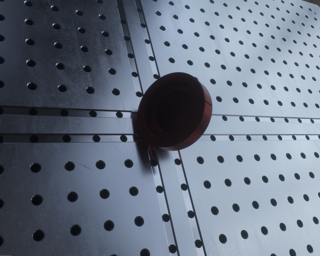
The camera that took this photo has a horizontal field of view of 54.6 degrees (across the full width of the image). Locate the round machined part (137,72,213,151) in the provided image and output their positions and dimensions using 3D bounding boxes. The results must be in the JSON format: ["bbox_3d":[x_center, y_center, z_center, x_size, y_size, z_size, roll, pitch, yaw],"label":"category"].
[{"bbox_3d":[0.022,-0.018,0.396,0.042,0.098,0.098,28,44,-52],"label":"round machined part"}]
